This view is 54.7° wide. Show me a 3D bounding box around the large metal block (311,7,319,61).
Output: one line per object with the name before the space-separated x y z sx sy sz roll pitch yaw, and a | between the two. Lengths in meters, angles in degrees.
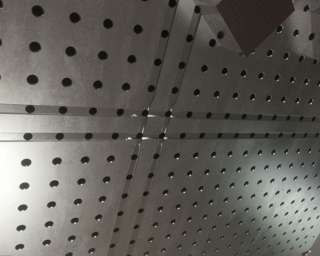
large metal block | 0.275 -0.148 0.457 0.080 0.050 0.080 -32 129 -8

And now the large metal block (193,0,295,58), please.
large metal block | 0.098 -0.144 0.361 0.080 0.050 0.080 -45 130 3
